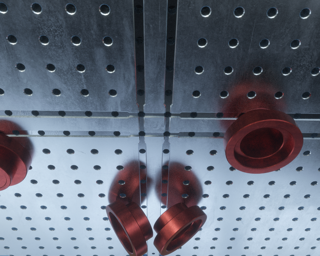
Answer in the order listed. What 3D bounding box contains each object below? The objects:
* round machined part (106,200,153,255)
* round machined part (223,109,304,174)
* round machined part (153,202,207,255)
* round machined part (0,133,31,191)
[{"bbox_3d":[-0.047,0.162,0.514,0.042,0.098,0.097,-27,136,-25],"label":"round machined part"},{"bbox_3d":[0.134,0.014,0.414,0.099,0.042,0.097,-1,130,0],"label":"round machined part"},{"bbox_3d":[0.028,0.164,0.520,0.099,0.042,0.097,-30,147,-22],"label":"round machined part"},{"bbox_3d":[-0.242,0.054,0.443,0.099,0.042,0.097,-1,130,0],"label":"round machined part"}]
